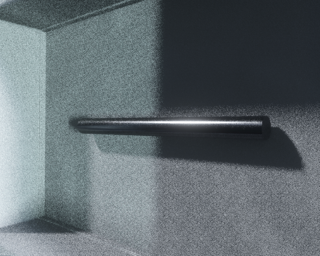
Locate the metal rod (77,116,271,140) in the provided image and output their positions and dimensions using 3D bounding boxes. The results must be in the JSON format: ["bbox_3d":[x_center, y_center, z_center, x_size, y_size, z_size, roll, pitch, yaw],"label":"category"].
[{"bbox_3d":[-0.008,-0.002,0.409,0.300,0.025,0.025,1,91,39],"label":"metal rod"}]
